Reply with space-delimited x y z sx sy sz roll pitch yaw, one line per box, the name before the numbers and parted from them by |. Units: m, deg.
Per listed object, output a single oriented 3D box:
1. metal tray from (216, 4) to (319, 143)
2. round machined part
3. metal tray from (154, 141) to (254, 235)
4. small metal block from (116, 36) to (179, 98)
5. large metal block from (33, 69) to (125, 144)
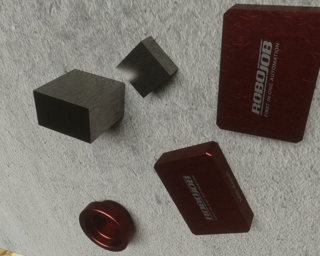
metal tray | 0.108 -0.053 0.313 0.090 0.030 0.129 11 123 22
round machined part | -0.090 0.167 0.546 0.098 0.042 0.097 13 124 21
metal tray | 0.061 0.087 0.426 0.090 0.030 0.130 -18 110 35
small metal block | -0.015 -0.072 0.370 0.050 0.025 0.050 49 129 -7
large metal block | -0.102 -0.032 0.405 0.080 0.080 0.050 18 125 18
